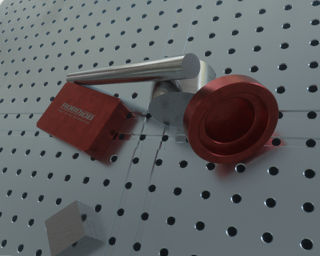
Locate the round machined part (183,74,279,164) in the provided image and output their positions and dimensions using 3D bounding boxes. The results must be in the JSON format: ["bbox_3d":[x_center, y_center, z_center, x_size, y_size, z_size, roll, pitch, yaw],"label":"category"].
[{"bbox_3d":[0.072,-0.012,0.335,0.098,0.098,0.042,-33,33,7],"label":"round machined part"}]

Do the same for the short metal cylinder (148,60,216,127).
[{"bbox_3d":[0.029,-0.042,0.383,0.080,0.080,0.050,-8,59,24],"label":"short metal cylinder"}]

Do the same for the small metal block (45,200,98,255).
[{"bbox_3d":[-0.111,0.127,0.387,0.050,0.025,0.050,-34,52,5],"label":"small metal block"}]

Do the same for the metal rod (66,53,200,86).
[{"bbox_3d":[-0.060,-0.072,0.420,0.300,0.025,0.025,8,64,52],"label":"metal rod"}]

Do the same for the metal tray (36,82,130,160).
[{"bbox_3d":[-0.120,-0.016,0.476,0.130,0.030,0.090,20,72,35],"label":"metal tray"}]
